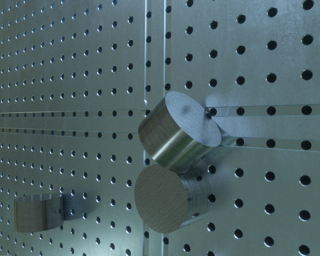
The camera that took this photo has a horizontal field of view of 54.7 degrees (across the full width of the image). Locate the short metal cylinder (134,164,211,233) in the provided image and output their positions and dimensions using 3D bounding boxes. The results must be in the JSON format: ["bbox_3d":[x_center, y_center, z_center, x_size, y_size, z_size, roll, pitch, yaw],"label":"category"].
[{"bbox_3d":[0.015,0.082,0.379,0.080,0.050,0.079,0,90,39],"label":"short metal cylinder"}]

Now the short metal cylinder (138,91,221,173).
[{"bbox_3d":[0.023,0.004,0.353,0.050,0.081,0.080,-46,63,30],"label":"short metal cylinder"}]

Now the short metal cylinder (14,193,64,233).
[{"bbox_3d":[-0.212,0.147,0.545,0.080,0.081,0.050,-5,87,39],"label":"short metal cylinder"}]
